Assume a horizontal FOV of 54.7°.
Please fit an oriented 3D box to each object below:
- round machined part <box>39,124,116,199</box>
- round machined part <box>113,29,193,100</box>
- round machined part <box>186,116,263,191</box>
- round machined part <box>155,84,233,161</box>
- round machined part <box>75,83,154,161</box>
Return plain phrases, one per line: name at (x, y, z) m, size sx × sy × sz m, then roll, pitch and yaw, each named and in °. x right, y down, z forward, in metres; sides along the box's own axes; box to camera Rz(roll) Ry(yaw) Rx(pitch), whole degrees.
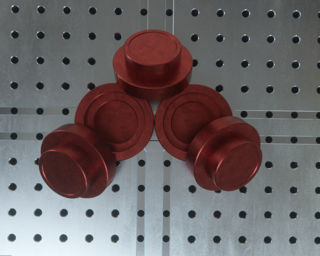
round machined part at (-0.107, 0.047, 0.380) m, size 0.098 × 0.042 × 0.097 m, roll 10°, pitch 119°, yaw 20°
round machined part at (-0.009, -0.084, 0.379) m, size 0.099 × 0.042 × 0.098 m, roll 1°, pitch 52°, yaw 0°
round machined part at (0.085, 0.038, 0.379) m, size 0.099 × 0.042 × 0.097 m, roll -13°, pitch 123°, yaw -22°
round machined part at (0.042, -0.006, 0.405) m, size 0.099 × 0.042 × 0.097 m, roll 0°, pitch 90°, yaw -1°
round machined part at (-0.057, -0.007, 0.403) m, size 0.099 × 0.042 × 0.097 m, roll 0°, pitch 90°, yaw -1°
